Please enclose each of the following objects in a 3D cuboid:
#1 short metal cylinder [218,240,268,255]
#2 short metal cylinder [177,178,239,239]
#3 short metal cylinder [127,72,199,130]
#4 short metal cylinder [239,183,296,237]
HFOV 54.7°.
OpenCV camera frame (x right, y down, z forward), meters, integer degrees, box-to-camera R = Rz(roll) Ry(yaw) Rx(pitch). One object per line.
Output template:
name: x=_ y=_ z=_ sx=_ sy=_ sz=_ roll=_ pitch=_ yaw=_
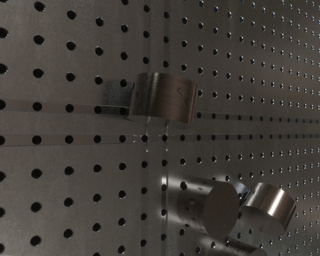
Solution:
short metal cylinder: x=0.137 y=0.233 z=0.512 sx=0.081 sy=0.050 sz=0.079 roll=0 pitch=90 yaw=-40
short metal cylinder: x=0.072 y=0.116 z=0.456 sx=0.081 sy=0.050 sz=0.079 roll=0 pitch=91 yaw=-40
short metal cylinder: x=0.004 y=-0.030 z=0.379 sx=0.081 sy=0.080 sz=0.050 roll=15 pitch=80 yaw=-39
short metal cylinder: x=0.183 y=0.140 z=0.531 sx=0.050 sy=0.080 sz=0.080 roll=-50 pitch=120 yaw=-28
